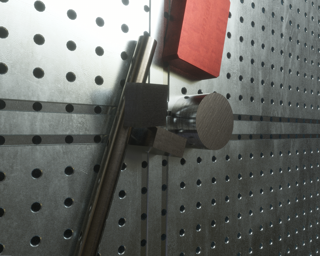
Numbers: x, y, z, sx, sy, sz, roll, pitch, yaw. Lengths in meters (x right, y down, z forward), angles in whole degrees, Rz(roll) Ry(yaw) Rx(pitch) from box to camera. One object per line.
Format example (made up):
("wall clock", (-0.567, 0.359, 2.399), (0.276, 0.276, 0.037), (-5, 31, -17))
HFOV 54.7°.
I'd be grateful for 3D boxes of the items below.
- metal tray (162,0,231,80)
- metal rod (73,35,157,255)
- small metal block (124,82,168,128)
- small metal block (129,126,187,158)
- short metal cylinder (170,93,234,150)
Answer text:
("metal tray", (0.057, -0.146, 0.455), (0.091, 0.030, 0.129), (17, 79, -39))
("metal rod", (-0.053, 0.029, 0.366), (0.025, 0.025, 0.299), (24, 75, -38))
("small metal block", (-0.016, -0.027, 0.366), (0.050, 0.025, 0.050), (-7, 102, -57))
("small metal block", (-0.003, 0.017, 0.392), (0.050, 0.050, 0.025), (23, 76, -38))
("short metal cylinder", (0.061, -0.009, 0.447), (0.081, 0.050, 0.079), (0, 90, -40))
